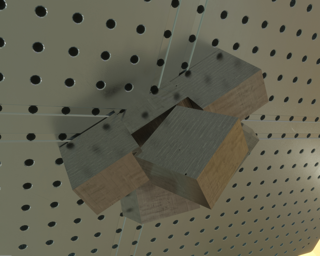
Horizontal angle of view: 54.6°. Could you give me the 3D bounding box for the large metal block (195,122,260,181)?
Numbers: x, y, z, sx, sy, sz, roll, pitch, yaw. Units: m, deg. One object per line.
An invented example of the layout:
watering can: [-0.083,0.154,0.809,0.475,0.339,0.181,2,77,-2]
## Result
large metal block: [0.088,0.027,0.431,0.050,0.080,0.080,33,103,4]

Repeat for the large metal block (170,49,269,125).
large metal block: [0.072,-0.045,0.386,0.080,0.080,0.050,-34,129,-6]

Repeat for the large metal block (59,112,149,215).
large metal block: [-0.062,0.039,0.363,0.080,0.080,0.050,-33,129,-7]

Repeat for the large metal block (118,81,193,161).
large metal block: [0.004,0.001,0.399,0.080,0.050,0.080,-34,129,-6]

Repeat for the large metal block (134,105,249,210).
large metal block: [0.035,0.027,0.329,0.080,0.080,0.050,-50,134,-26]

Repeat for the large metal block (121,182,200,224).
large metal block: [-0.005,0.088,0.418,0.081,0.080,0.050,-9,86,-24]
